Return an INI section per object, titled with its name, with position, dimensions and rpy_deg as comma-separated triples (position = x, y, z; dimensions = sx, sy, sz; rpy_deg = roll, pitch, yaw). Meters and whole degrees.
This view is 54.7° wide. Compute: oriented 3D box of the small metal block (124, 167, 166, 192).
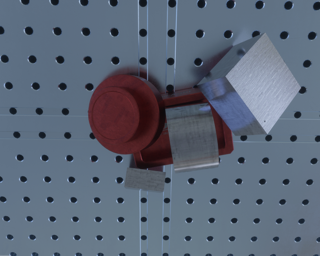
[small metal block]
position = -0.020, 0.072, 0.420
dimensions = 0.050, 0.050, 0.025
rpy_deg = 8, 76, -2

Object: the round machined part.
[round machined part]
position = -0.047, -0.016, 0.374
dimensions = 0.098, 0.042, 0.097
rpy_deg = 2, 96, 22

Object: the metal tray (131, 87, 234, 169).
[metal tray]
position = 0.025, -0.001, 0.408
dimensions = 0.131, 0.030, 0.089
rpy_deg = -11, 110, 3

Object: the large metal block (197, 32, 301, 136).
[large metal block]
position = 0.104, -0.048, 0.358
dimensions = 0.080, 0.050, 0.080
rpy_deg = -47, 108, -23

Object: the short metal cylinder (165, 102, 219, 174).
[short metal cylinder]
position = 0.037, 0.011, 0.371
dimensions = 0.050, 0.080, 0.079
rpy_deg = -9, 110, 2
